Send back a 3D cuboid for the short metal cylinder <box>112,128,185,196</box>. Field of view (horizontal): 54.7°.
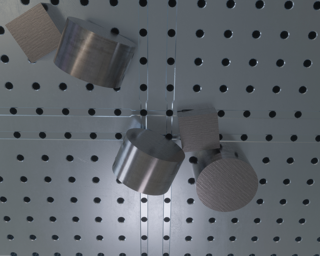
[{"bbox_3d":[-0.015,0.042,0.399,0.080,0.080,0.050,22,109,-8],"label":"short metal cylinder"}]

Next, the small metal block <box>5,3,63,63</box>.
[{"bbox_3d":[-0.144,-0.113,0.370,0.050,0.025,0.050,-28,108,9],"label":"small metal block"}]

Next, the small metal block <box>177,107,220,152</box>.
[{"bbox_3d":[0.052,0.002,0.415,0.050,0.025,0.050,-7,110,2],"label":"small metal block"}]

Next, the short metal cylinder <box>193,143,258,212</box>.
[{"bbox_3d":[0.087,0.067,0.425,0.081,0.050,0.079,0,110,0],"label":"short metal cylinder"}]

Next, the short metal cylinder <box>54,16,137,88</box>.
[{"bbox_3d":[-0.073,-0.086,0.352,0.080,0.080,0.050,22,109,-8],"label":"short metal cylinder"}]
